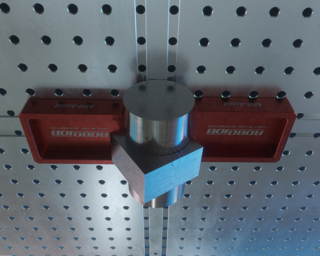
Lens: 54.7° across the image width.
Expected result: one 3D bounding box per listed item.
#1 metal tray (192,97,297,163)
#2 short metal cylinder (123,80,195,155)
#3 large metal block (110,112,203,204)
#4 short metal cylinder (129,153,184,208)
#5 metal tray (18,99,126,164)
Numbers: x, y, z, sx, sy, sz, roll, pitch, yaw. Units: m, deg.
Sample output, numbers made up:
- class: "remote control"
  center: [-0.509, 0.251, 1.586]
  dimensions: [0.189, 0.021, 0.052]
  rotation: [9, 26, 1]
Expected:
- class: "metal tray"
  center: [0.102, 0.005, 0.413]
  dimensions: [0.131, 0.030, 0.089]
  rotation: [1, 130, -1]
- class: "short metal cylinder"
  center: [-0.002, -0.014, 0.363]
  dimensions: [0.081, 0.080, 0.050]
  rotation: [1, 130, -1]
- class: "large metal block"
  center: [-0.006, 0.033, 0.384]
  dimensions: [0.081, 0.080, 0.050]
  rotation: [-22, 136, -27]
- class: "short metal cylinder"
  center: [-0.004, 0.062, 0.428]
  dimensions: [0.081, 0.080, 0.050]
  rotation: [1, 130, -1]
- class: "metal tray"
  center: [-0.107, 0.007, 0.413]
  dimensions: [0.131, 0.030, 0.089]
  rotation: [1, 130, -1]
